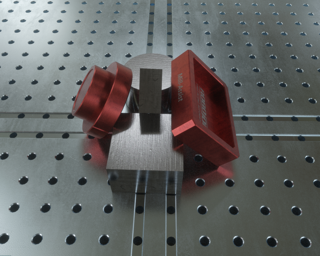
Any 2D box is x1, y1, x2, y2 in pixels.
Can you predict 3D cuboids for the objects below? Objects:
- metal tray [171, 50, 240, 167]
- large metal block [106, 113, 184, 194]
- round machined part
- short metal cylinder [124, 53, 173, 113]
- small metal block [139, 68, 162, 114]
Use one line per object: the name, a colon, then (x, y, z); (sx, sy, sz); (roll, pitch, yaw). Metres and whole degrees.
metal tray: (0.055, -0.027, 0.390); (0.030, 0.090, 0.130); (-30, 40, 32)
large metal block: (-0.014, 0.029, 0.366); (0.080, 0.050, 0.080); (2, 50, 1)
round machined part: (-0.077, -0.039, 0.387); (0.042, 0.098, 0.098); (24, 45, -24)
short metal cylinder: (-0.011, -0.062, 0.442); (0.080, 0.050, 0.080); (0, 50, 0)
small metal block: (-0.012, -0.043, 0.372); (0.025, 0.050, 0.050); (2, 92, -2)
